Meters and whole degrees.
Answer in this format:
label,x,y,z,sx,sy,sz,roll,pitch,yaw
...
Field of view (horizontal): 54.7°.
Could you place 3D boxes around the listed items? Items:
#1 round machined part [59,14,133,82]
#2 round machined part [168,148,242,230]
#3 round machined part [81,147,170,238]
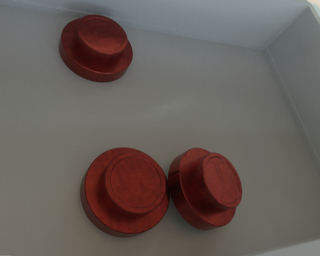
label,x,y,z,sx,sy,sz,roll,pitch,yaw
round machined part,-0.083,-0.114,0.419,0.099,0.042,0.098,14,56,-21
round machined part,0.060,0.068,0.370,0.099,0.042,0.098,25,48,-31
round machined part,-0.033,0.065,0.337,0.099,0.042,0.098,13,56,-21
